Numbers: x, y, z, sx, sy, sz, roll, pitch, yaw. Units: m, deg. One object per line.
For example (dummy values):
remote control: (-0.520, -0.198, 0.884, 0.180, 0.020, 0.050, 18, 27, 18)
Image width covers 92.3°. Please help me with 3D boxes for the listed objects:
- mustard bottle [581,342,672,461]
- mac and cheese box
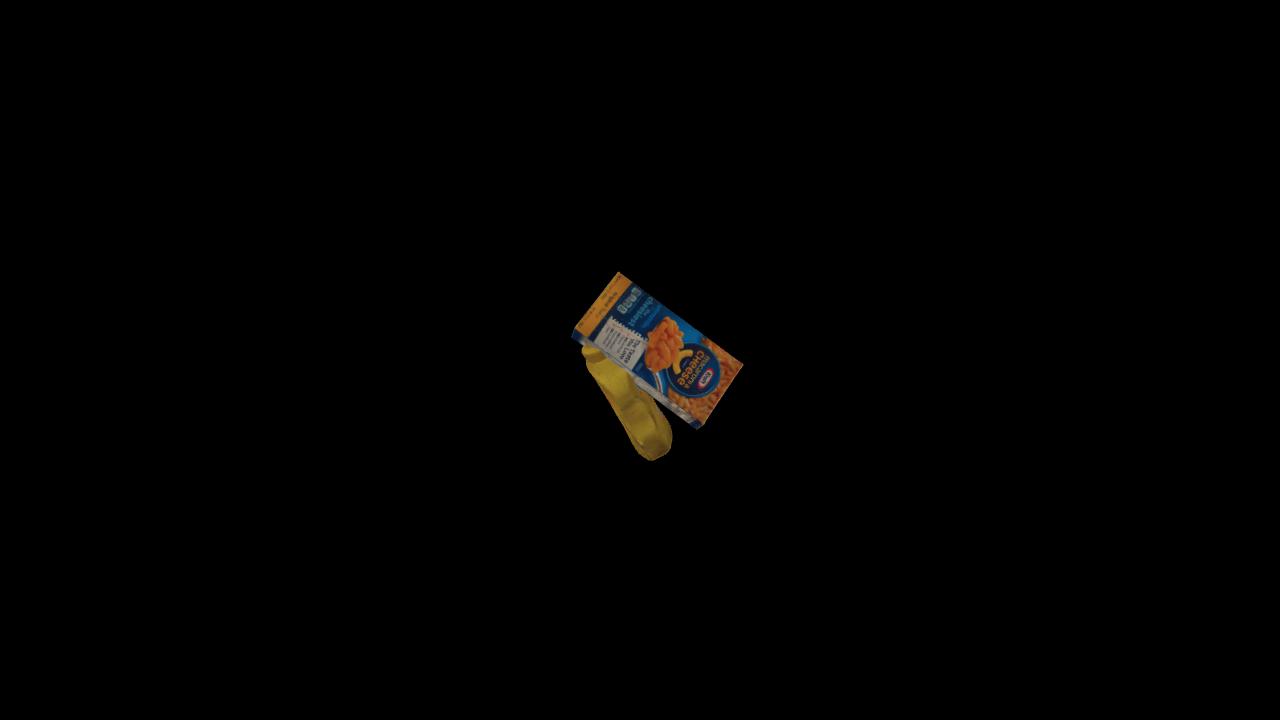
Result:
mustard bottle: (-0.021, 0.032, 0.746, 0.054, 0.184, 0.092, -25, 31, 7)
mac and cheese box: (0.020, -0.011, 0.718, 0.184, 0.093, 0.041, 36, -21, 0)
